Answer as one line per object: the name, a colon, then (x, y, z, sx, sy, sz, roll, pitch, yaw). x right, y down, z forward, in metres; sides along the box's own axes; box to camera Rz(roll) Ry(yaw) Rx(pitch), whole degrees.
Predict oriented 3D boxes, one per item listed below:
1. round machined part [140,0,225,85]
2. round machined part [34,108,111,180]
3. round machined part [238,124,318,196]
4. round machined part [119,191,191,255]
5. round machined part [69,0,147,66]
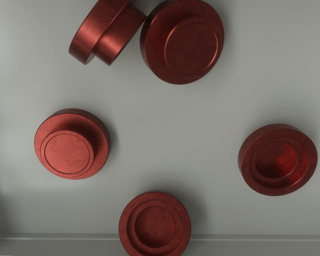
round machined part: (0.030, -0.094, 0.351, 0.099, 0.042, 0.097, -10, 122, -17)
round machined part: (-0.117, 0.026, 0.410, 0.099, 0.042, 0.097, 0, 110, -1)
round machined part: (0.154, 0.039, 0.419, 0.099, 0.042, 0.097, 0, 110, -1)
round machined part: (-0.007, 0.138, 0.440, 0.099, 0.042, 0.097, 0, 83, 1)
round machined part: (-0.051, -0.106, 0.333, 0.042, 0.098, 0.098, 37, 106, -13)
